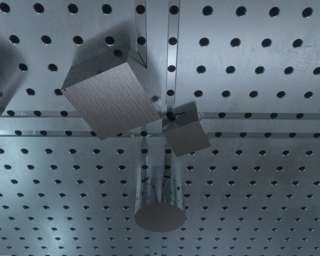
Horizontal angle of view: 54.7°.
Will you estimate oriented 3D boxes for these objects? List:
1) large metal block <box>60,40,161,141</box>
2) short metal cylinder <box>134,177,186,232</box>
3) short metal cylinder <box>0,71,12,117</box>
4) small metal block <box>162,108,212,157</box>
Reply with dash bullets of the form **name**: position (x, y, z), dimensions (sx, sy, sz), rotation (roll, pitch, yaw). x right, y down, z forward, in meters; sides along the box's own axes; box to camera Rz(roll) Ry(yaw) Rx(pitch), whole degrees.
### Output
- **large metal block**: position (-0.052, -0.041, 0.360), dimensions (0.080, 0.050, 0.080), rotation (-20, 128, 16)
- **short metal cylinder**: position (0.000, 0.125, 0.502), dimensions (0.081, 0.050, 0.079), rotation (0, 130, 0)
- **short metal cylinder**: position (-0.224, -0.036, 0.362), dimensions (0.081, 0.050, 0.079), rotation (0, 130, 0)
- **small metal block**: position (0.036, 0.007, 0.418), dimensions (0.050, 0.025, 0.050), rotation (-19, 128, 15)
